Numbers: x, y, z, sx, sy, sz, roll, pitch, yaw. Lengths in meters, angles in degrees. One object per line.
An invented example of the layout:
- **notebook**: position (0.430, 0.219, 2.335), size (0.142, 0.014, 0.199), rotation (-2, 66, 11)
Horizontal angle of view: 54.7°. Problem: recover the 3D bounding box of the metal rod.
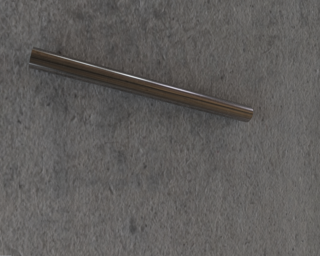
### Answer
- **metal rod**: position (-0.009, -0.051, 0.406), size (0.302, 0.025, 0.025), rotation (12, 86, -20)
